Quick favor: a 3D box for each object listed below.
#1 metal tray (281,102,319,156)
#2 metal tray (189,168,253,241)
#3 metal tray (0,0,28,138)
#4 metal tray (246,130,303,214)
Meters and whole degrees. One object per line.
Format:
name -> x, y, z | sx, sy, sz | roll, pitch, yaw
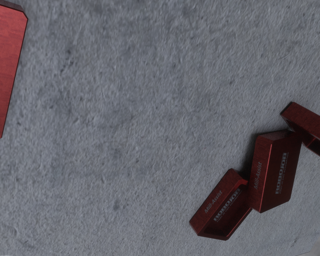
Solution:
metal tray -> 0.270, 0.016, 0.525 | 0.030, 0.090, 0.130 | -48, 129, 6
metal tray -> 0.125, 0.142, 0.562 | 0.090, 0.030, 0.129 | 25, 105, -37
metal tray -> -0.178, -0.055, 0.273 | 0.091, 0.030, 0.129 | 9, 114, -33
metal tray -> 0.197, 0.073, 0.533 | 0.091, 0.030, 0.129 | -8, 110, -35
